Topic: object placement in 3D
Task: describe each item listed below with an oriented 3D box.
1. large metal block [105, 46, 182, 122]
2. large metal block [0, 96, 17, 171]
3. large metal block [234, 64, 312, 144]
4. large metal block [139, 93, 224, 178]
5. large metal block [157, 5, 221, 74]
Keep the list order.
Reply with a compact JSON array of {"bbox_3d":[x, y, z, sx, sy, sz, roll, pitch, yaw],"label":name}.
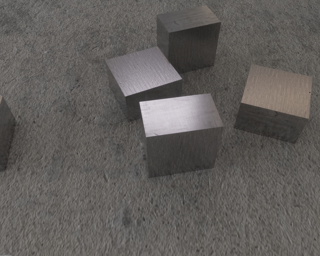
[{"bbox_3d":[-0.024,-0.064,0.440,0.081,0.050,0.080,-19,53,-16],"label":"large metal block"},{"bbox_3d":[-0.232,0.010,0.377,0.081,0.050,0.080,-5,50,-4],"label":"large metal block"},{"bbox_3d":[0.151,-0.034,0.416,0.080,0.050,0.080,15,52,12],"label":"large metal block"},{"bbox_3d":[0.022,0.010,0.359,0.081,0.080,0.050,-8,51,-7],"label":"large metal block"},{"bbox_3d":[0.041,-0.134,0.480,0.081,0.080,0.050,-16,52,-13],"label":"large metal block"}]
